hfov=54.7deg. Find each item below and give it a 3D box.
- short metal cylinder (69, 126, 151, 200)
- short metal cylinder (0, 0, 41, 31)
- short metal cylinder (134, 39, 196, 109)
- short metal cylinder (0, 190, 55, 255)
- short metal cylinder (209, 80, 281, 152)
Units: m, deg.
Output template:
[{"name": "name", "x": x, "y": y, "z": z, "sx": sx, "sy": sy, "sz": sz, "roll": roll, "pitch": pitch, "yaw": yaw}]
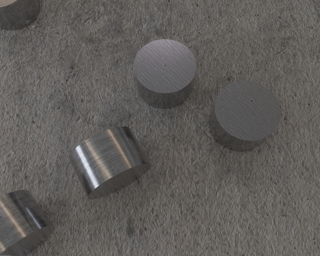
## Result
[{"name": "short metal cylinder", "x": -0.058, "y": 0.041, "z": 0.363, "sx": 0.080, "sy": 0.080, "sz": 0.050, "roll": -28, "pitch": 73, "yaw": -10}, {"name": "short metal cylinder", "x": -0.229, "y": -0.195, "z": 0.464, "sx": 0.081, "sy": 0.050, "sz": 0.080, "roll": 0, "pitch": 70, "yaw": 0}, {"name": "short metal cylinder", "x": 0.007, "y": -0.072, "z": 0.421, "sx": 0.081, "sy": 0.050, "sz": 0.080, "roll": 0, "pitch": 70, "yaw": 0}, {"name": "short metal cylinder", "x": -0.165, "y": 0.113, "z": 0.336, "sx": 0.080, "sy": 0.080, "sz": 0.050, "roll": -38, "pitch": 75, "yaw": -13}, {"name": "short metal cylinder", "x": 0.107, "y": -0.014, "z": 0.401, "sx": 0.081, "sy": 0.050, "sz": 0.080, "roll": 0, "pitch": 70, "yaw": 0}]
